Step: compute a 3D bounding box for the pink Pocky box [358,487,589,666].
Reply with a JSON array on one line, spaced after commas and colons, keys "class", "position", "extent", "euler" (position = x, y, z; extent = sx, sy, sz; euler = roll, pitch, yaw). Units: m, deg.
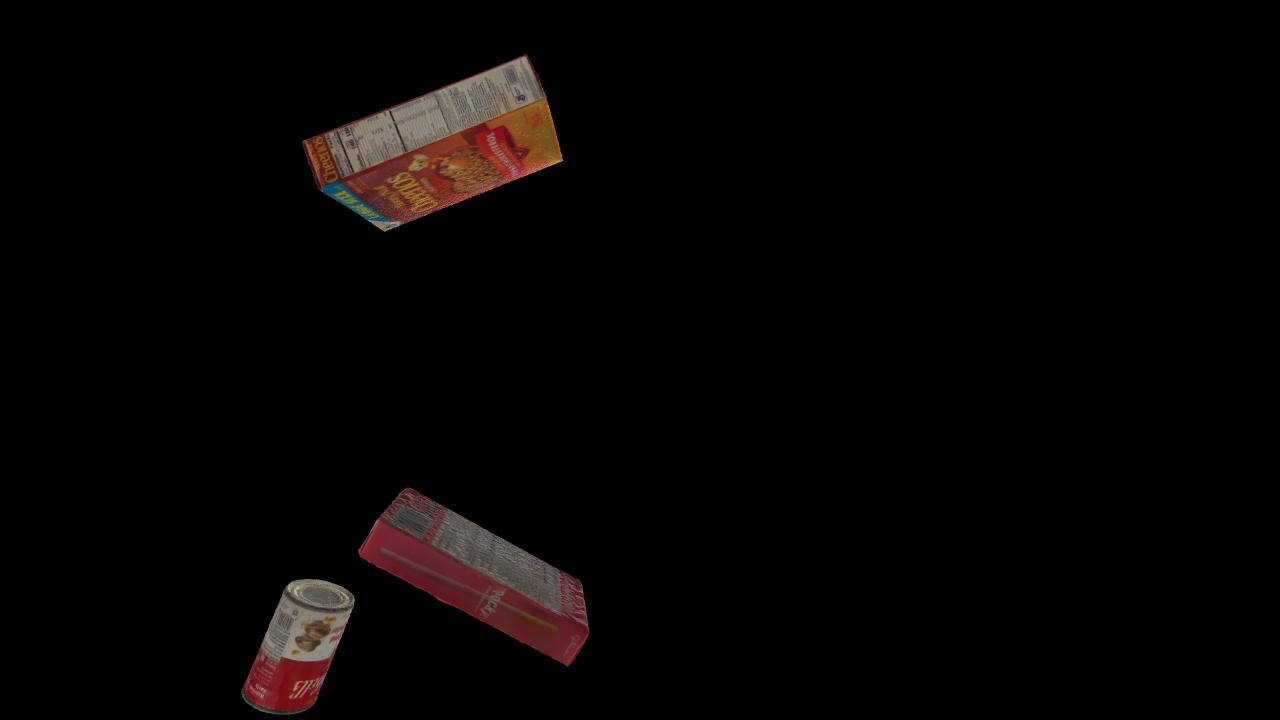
[{"class": "pink Pocky box", "position": [-0.108, 0.146, 0.425], "extent": [0.155, 0.029, 0.084], "euler": [32, -2, -9]}]

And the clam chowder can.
[{"class": "clam chowder can", "position": [-0.330, 0.276, 0.599], "extent": [0.068, 0.102, 0.068], "euler": [20, -6, 2]}]

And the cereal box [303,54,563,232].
[{"class": "cereal box", "position": [-0.268, -0.288, 0.857], "extent": [0.306, 0.081, 0.203], "euler": [-23, -3, -3]}]
